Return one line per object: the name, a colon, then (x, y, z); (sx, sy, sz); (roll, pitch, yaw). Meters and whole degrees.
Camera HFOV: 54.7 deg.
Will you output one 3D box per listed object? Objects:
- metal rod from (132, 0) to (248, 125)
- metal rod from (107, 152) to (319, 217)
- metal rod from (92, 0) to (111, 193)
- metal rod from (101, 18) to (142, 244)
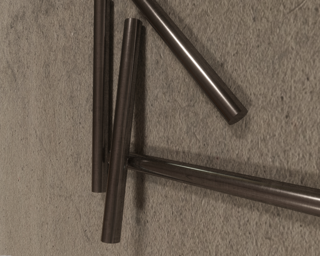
metal rod: (0.009, -0.125, 0.395); (0.025, 0.025, 0.299); (-48, 62, 29)
metal rod: (0.047, 0.057, 0.364); (0.300, 0.025, 0.025); (7, 94, 39)
metal rod: (-0.091, -0.052, 0.476); (0.025, 0.025, 0.298); (1, 91, 39)
metal rod: (-0.051, -0.001, 0.418); (0.025, 0.025, 0.298); (0, 82, 39)
